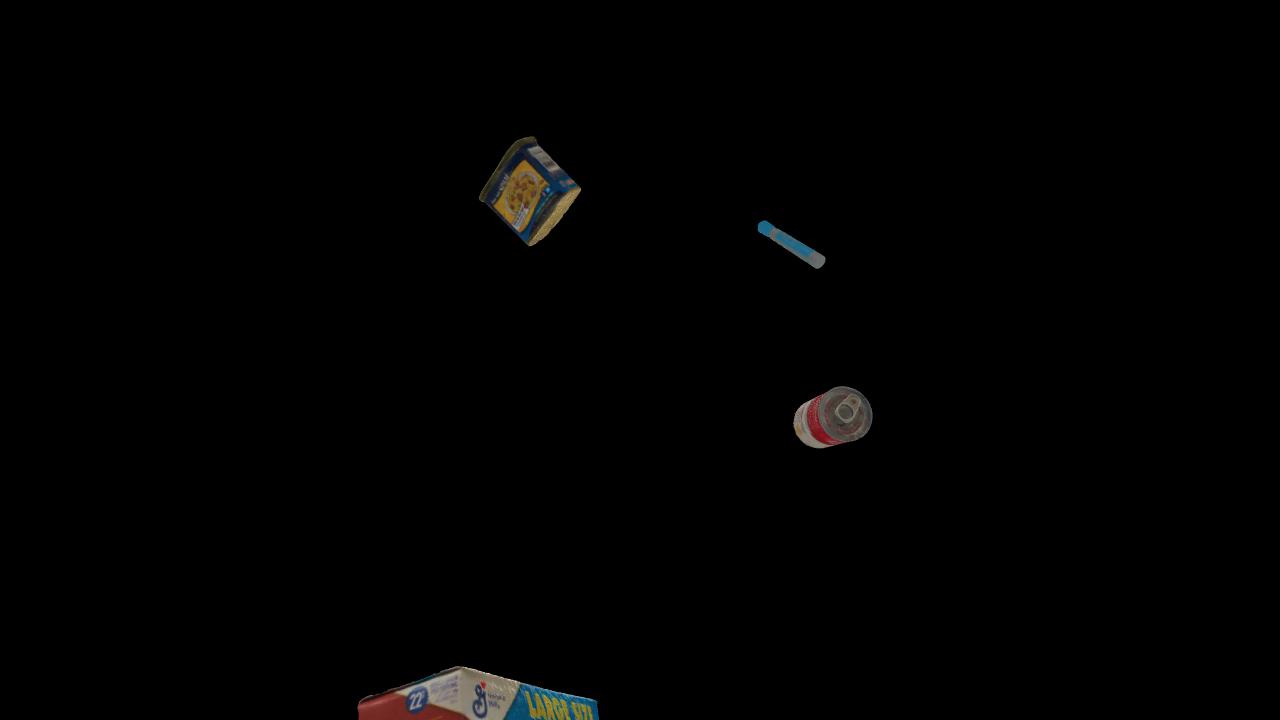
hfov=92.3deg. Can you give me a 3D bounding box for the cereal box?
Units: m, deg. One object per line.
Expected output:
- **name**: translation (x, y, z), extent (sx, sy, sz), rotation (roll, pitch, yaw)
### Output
- **cereal box**: translation (-0.066, 0.345, 0.330), extent (0.081, 0.306, 0.203), rotation (-20, -38, 8)

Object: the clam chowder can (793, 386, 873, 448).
- **clam chowder can**: translation (0.243, 0.076, 0.787), extent (0.068, 0.068, 0.102), rotation (0, -13, -4)

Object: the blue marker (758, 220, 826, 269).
- **blue marker**: translation (0.203, -0.160, 0.838), extent (0.020, 0.020, 0.121), rotation (0, 34, -39)

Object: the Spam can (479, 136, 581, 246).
- **Spam can**: translation (-0.134, -0.204, 0.752), extent (0.101, 0.085, 0.058), rotation (-43, 3, 36)
